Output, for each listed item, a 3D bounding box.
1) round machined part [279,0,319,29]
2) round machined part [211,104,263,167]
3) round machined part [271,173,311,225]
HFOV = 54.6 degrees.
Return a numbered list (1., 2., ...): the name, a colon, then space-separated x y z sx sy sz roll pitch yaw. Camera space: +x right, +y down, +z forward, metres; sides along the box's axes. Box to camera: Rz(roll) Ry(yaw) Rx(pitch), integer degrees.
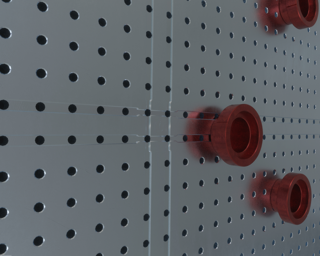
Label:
1. round machined part: 0.279 -0.250 0.629 0.099 0.042 0.097 0 90 -40
2. round machined part: 0.119 0.011 0.496 0.099 0.042 0.097 0 90 -40
3. round machined part: 0.255 0.136 0.610 0.099 0.042 0.097 0 90 -40
